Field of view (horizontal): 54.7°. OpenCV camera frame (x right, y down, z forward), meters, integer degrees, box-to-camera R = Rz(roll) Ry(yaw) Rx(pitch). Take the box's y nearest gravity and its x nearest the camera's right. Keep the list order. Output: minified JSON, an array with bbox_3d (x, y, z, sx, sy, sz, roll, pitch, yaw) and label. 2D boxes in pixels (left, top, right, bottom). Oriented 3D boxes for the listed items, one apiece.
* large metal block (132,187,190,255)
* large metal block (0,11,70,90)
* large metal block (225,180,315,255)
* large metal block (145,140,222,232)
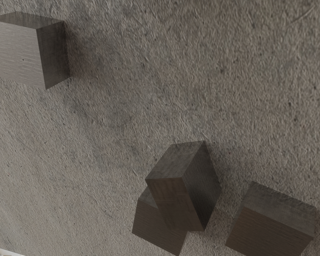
[{"bbox_3d":[0.009,0.135,0.470,0.080,0.050,0.079,22,127,14],"label":"large metal block"},{"bbox_3d":[-0.174,-0.105,0.417,0.080,0.050,0.079,16,125,18],"label":"large metal block"},{"bbox_3d":[0.139,0.126,0.396,0.080,0.050,0.079,22,127,14],"label":"large metal block"},{"bbox_3d":[0.034,0.073,0.398,0.050,0.080,0.080,-9,114,32],"label":"large metal block"}]
